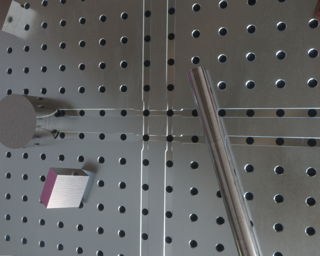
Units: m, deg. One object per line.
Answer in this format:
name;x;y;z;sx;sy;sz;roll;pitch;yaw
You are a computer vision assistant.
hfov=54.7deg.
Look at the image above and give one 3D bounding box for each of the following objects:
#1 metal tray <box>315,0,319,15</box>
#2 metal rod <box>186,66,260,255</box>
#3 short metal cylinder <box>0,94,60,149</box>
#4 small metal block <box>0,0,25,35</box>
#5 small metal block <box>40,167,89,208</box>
metal tray;0.248;-0.143;0.322;0.130;0.030;0.090;29;99;17
metal rod;0.085;0.069;0.382;0.025;0.025;0.299;-17;84;19
short metal cylinder;-0.202;-0.010;0.471;0.080;0.050;0.080;0;90;20
small metal block;-0.256;-0.187;0.503;0.050;0.025;0.050;27;99;18
small metal block;-0.137;0.086;0.444;0.025;0.050;0.050;27;100;43
